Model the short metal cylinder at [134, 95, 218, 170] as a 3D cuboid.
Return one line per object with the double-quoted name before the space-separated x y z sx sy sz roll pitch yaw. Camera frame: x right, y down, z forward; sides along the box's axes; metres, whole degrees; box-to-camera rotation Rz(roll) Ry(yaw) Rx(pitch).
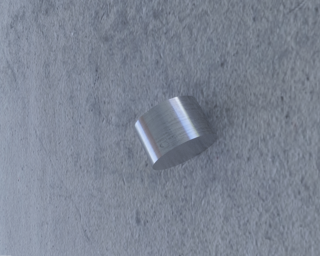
"short metal cylinder" 0.018 0.007 0.353 0.080 0.081 0.050 -40 66 32
